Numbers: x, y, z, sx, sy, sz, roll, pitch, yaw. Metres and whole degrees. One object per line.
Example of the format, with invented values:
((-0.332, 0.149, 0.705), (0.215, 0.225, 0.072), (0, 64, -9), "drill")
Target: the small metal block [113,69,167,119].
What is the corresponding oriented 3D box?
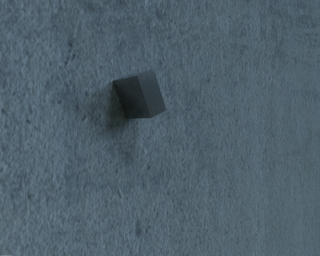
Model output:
((-0.025, -0.039, 0.369), (0.025, 0.050, 0.050), (-29, 109, -37), "small metal block")
